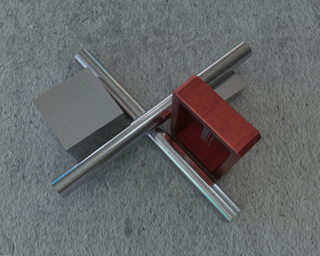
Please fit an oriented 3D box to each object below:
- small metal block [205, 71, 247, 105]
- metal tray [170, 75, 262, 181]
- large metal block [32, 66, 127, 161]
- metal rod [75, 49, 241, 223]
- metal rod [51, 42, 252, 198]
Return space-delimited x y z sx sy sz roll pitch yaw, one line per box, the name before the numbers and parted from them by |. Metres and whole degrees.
small metal block | 0.083 -0.059 0.432 0.050 0.025 0.050 -34 74 -12
metal tray | 0.054 0.007 0.351 0.030 0.130 0.090 -41 75 -13
large metal block | -0.100 -0.018 0.400 0.080 0.050 0.080 -35 74 -12
metal rod | -0.012 0.000 0.409 0.025 0.025 0.300 -40 75 -13
metal rod | -0.001 -0.018 0.389 0.301 0.025 0.025 -37 75 -13
